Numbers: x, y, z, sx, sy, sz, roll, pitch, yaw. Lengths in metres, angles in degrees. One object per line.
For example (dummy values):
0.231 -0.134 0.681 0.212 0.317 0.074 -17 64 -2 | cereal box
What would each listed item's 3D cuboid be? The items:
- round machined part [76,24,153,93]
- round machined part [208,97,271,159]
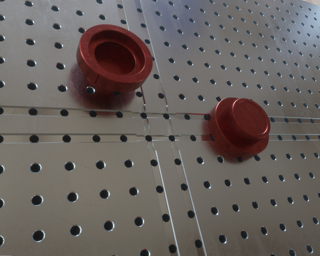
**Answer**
-0.063 -0.088 0.417 0.099 0.042 0.098 13 56 -21 | round machined part
0.126 -0.006 0.468 0.099 0.042 0.098 13 56 -21 | round machined part
